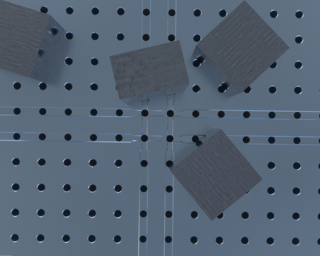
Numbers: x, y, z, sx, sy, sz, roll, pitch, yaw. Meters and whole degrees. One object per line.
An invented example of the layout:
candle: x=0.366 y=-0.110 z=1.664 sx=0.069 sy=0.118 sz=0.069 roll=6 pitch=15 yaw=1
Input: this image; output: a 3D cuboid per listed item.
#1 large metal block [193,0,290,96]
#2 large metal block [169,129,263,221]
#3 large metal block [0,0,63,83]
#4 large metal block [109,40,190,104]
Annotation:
large metal block: x=0.101 y=-0.099 z=0.401 sx=0.080 sy=0.050 sz=0.080 roll=-43 pitch=90 yaw=0
large metal block: x=0.069 y=0.057 z=0.401 sx=0.080 sy=0.050 sz=0.080 roll=-39 pitch=90 yaw=0
large metal block: x=-0.183 y=-0.111 z=0.400 sx=0.080 sy=0.050 sz=0.080 roll=17 pitch=90 yaw=0
large metal block: x=-0.012 y=-0.065 z=0.386 sx=0.080 sy=0.080 sz=0.050 roll=-13 pitch=90 yaw=0
